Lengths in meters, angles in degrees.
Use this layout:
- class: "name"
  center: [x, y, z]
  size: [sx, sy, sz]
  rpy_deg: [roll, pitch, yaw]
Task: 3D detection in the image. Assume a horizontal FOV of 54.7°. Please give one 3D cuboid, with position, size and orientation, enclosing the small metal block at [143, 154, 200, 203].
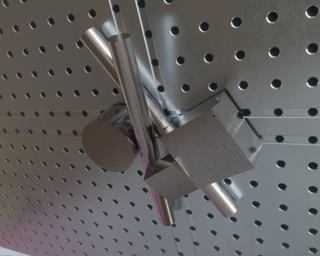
- class: "small metal block"
  center: [0.016, 0.063, 0.396]
  size: [0.050, 0.025, 0.050]
  rpy_deg: [-33, 115, 30]

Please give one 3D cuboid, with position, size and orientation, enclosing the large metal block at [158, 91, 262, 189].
- class: "large metal block"
  center: [0.060, 0.016, 0.368]
  size: [0.080, 0.050, 0.080]
  rpy_deg: [-30, 102, 38]

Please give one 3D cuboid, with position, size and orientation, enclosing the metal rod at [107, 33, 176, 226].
- class: "metal rod"
  center: [-0.015, 0.026, 0.405]
  size: [0.025, 0.025, 0.298]
  rpy_deg: [6, 129, 25]

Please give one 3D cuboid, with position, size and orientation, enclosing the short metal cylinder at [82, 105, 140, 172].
- class: "short metal cylinder"
  center: [-0.060, 0.014, 0.431]
  size: [0.080, 0.050, 0.079]
  rpy_deg: [13, 124, 20]

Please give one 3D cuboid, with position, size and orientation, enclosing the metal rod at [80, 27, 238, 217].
- class: "metal rod"
  center: [0.004, -0.001, 0.403]
  size: [0.025, 0.025, 0.300]
  rpy_deg: [-32, 102, 38]
